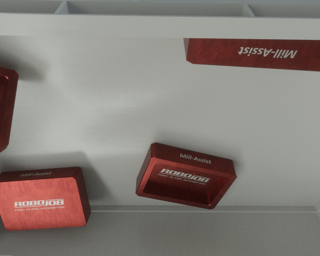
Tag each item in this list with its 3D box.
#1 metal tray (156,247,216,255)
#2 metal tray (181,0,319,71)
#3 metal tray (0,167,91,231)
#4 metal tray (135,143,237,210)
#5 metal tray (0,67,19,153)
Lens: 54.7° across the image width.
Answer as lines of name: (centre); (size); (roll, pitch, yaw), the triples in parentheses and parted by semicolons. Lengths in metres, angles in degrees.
metal tray: (0.052, 0.299, 0.663); (0.131, 0.030, 0.089); (16, 128, -13)
metal tray: (0.089, -0.091, 0.289); (0.131, 0.090, 0.030); (3, 130, -3)
metal tray: (-0.181, 0.111, 0.480); (0.131, 0.030, 0.089); (-5, 112, 3)
metal tray: (0.037, 0.076, 0.470); (0.131, 0.030, 0.089); (13, 129, -12)
metal tray: (-0.223, -0.027, 0.317); (0.131, 0.090, 0.030); (9, 161, -29)
